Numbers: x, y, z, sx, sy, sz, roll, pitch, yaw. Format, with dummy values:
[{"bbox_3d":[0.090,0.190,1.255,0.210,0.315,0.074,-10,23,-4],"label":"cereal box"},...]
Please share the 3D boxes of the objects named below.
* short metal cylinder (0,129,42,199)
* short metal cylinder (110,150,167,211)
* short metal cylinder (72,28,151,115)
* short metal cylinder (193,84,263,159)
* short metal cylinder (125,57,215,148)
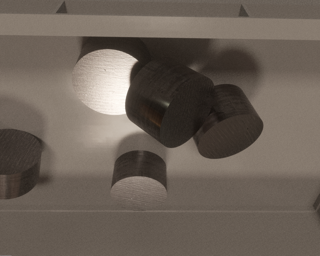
[{"bbox_3d":[-0.201,0.046,0.410,0.081,0.080,0.050,13,129,-12],"label":"short metal cylinder"},{"bbox_3d":[-0.030,0.079,0.460,0.081,0.050,0.079,0,130,0],"label":"short metal cylinder"},{"bbox_3d":[-0.051,-0.061,0.340,0.081,0.050,0.079,0,130,0],"label":"short metal cylinder"},{"bbox_3d":[0.075,-0.006,0.374,0.081,0.050,0.080,-12,142,-10],"label":"short metal cylinder"},{"bbox_3d":[0.011,-0.026,0.320,0.081,0.050,0.079,-34,143,-30],"label":"short metal cylinder"}]
